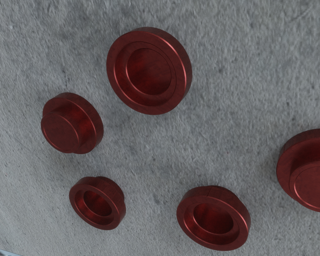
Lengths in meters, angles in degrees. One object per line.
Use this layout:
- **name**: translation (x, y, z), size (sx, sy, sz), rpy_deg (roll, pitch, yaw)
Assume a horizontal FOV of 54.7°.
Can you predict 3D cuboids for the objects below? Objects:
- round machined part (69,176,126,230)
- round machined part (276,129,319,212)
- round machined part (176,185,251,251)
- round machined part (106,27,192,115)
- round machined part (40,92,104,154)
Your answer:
- **round machined part**: translation (-0.100, 0.120, 0.521), size (0.098, 0.042, 0.097), rpy_deg (13, 124, 20)
- **round machined part**: translation (0.178, 0.053, 0.335), size (0.098, 0.042, 0.097), rpy_deg (13, 124, 20)
- **round machined part**: translation (0.076, 0.119, 0.428), size (0.098, 0.042, 0.097), rpy_deg (13, 124, 20)
- **round machined part**: translation (-0.009, -0.067, 0.358), size (0.098, 0.042, 0.097), rpy_deg (13, 124, 20)
- **round machined part**: translation (-0.138, -0.001, 0.466), size (0.098, 0.042, 0.097), rpy_deg (13, 124, 20)
